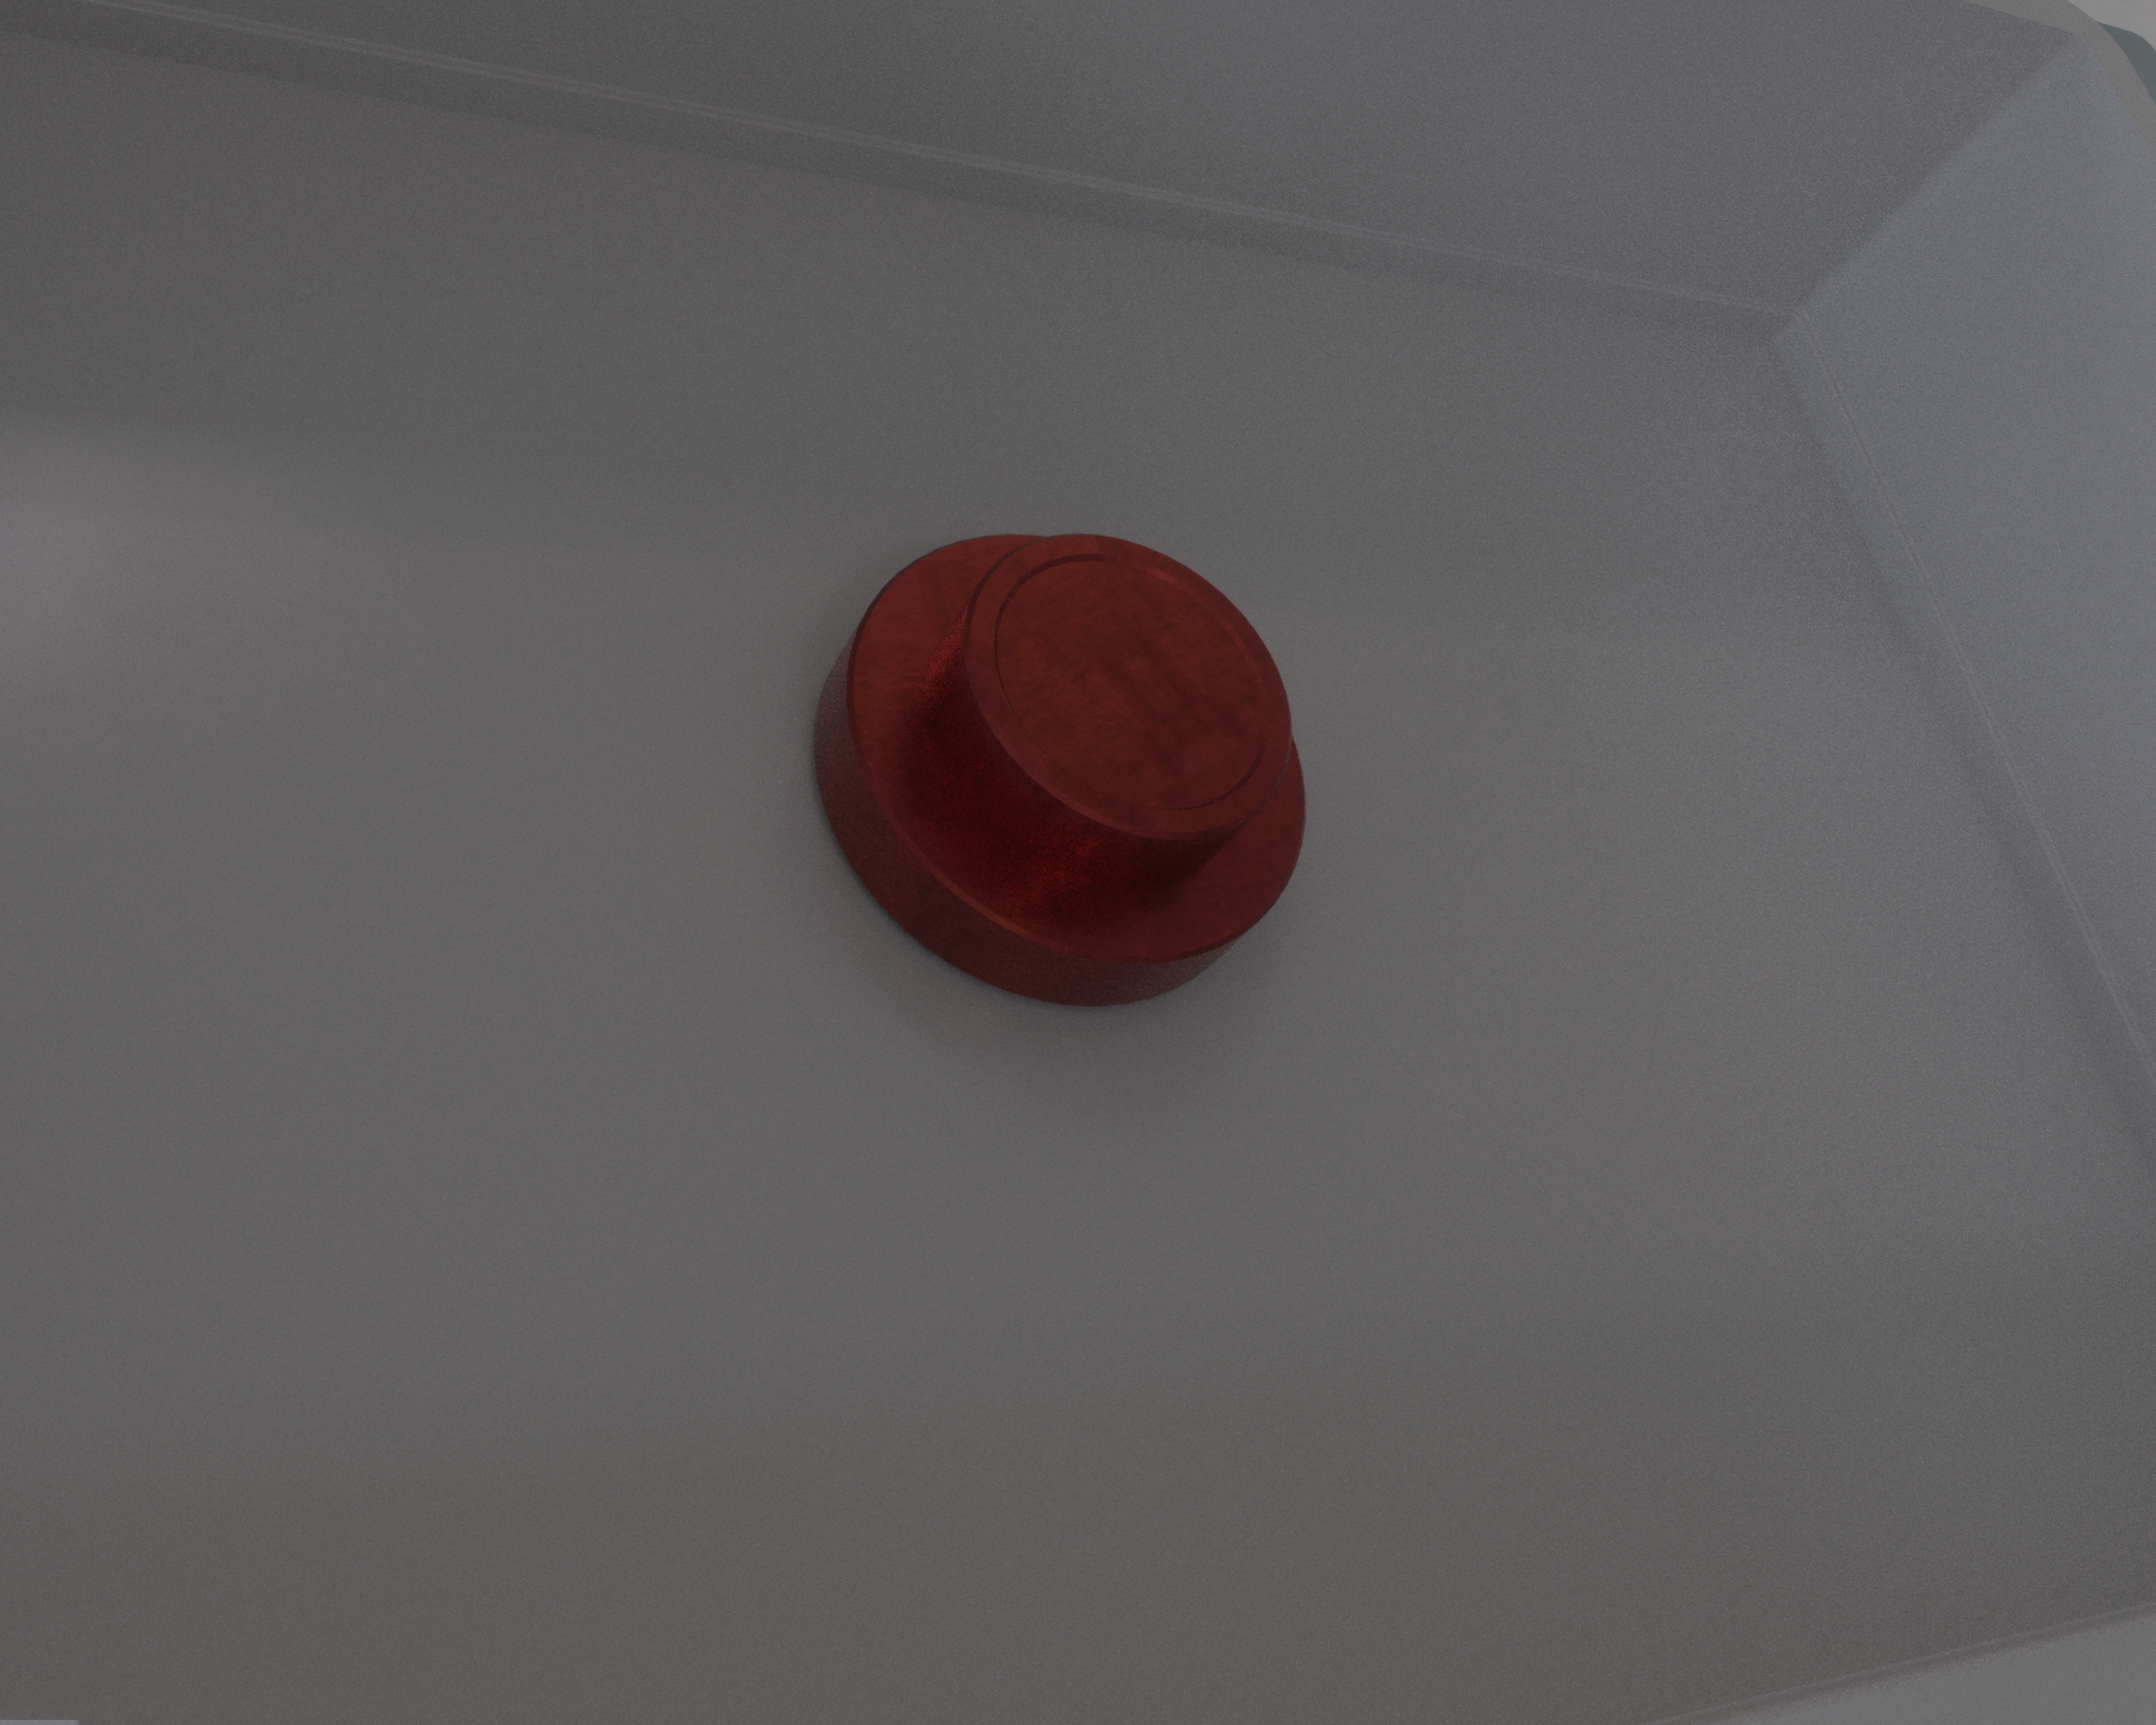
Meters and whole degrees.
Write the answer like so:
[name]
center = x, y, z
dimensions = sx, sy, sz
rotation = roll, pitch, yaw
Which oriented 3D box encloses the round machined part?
[round machined part]
center = 0.002, -0.025, 0.407
dimensions = 0.099, 0.042, 0.098
rotation = 13, 56, -21
